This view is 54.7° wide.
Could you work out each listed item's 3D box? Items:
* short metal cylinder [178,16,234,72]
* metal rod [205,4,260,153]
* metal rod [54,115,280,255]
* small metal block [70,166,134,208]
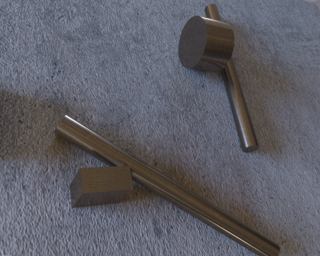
[{"bbox_3d":[0.071,-0.131,0.489,0.050,0.080,0.080,3,61,-27],"label":"short metal cylinder"},{"bbox_3d":[0.117,-0.100,0.529,0.025,0.025,0.299,7,59,-25],"label":"metal rod"},{"bbox_3d":[0.015,0.075,0.367,0.301,0.025,0.025,32,51,-8],"label":"metal rod"},{"bbox_3d":[-0.061,0.061,0.319,0.050,0.050,0.025,1,61,-28],"label":"small metal block"}]
